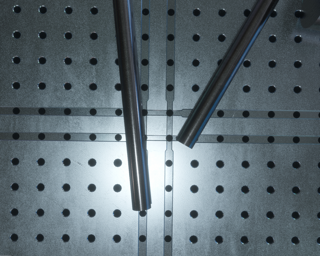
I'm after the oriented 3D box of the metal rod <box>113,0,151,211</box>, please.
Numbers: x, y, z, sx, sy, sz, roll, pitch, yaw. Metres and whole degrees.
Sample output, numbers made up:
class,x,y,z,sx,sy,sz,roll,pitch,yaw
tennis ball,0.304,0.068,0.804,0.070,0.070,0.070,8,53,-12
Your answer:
class,x,y,z,sx,sy,sz,roll,pitch,yaw
metal rod,-0.038,-0.041,0.412,0.025,0.025,0.298,-5,90,0

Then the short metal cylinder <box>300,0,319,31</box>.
class,x,y,z,sx,sy,sz,roll,pitch,yaw
short metal cylinder,0.220,-0.161,0.387,0.050,0.080,0.080,11,90,0

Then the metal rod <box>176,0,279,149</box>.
class,x,y,z,sx,sy,sz,roll,pitch,yaw
metal rod,0.107,-0.107,0.414,0.025,0.025,0.299,30,90,0
